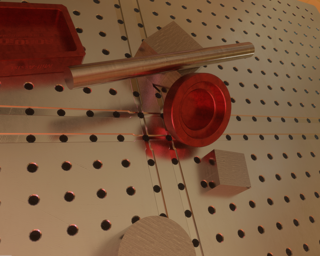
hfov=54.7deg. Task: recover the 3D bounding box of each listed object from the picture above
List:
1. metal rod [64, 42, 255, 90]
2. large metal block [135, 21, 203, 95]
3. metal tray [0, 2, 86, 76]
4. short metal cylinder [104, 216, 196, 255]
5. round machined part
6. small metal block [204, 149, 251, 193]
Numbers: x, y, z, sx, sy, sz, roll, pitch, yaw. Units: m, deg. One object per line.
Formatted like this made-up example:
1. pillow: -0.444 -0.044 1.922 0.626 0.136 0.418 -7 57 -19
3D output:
1. metal rod: 0.023 -0.089 0.412 0.302 0.025 0.025 -17 71 -35
2. large metal block: 0.018 -0.103 0.466 0.080 0.050 0.080 43 51 1
3. metal tray: -0.170 -0.111 0.381 0.131 0.030 0.090 -12 68 -34
4. short metal cylinder: -0.011 0.133 0.306 0.081 0.050 0.080 14 56 -21
5. round machined part: 0.046 -0.026 0.419 0.099 0.042 0.097 -6 102 -30
6. small metal block: 0.092 0.060 0.424 0.050 0.025 0.050 10 57 -23
